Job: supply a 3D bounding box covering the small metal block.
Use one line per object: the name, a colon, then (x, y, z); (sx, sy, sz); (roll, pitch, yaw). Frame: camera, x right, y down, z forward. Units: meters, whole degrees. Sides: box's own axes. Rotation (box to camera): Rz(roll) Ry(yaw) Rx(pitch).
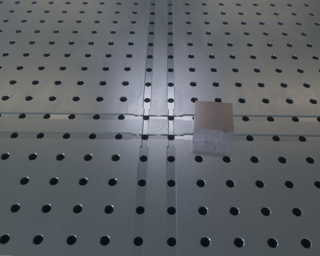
small metal block: (0.071, -0.009, 0.416); (0.050, 0.025, 0.050); (5, 50, 4)
